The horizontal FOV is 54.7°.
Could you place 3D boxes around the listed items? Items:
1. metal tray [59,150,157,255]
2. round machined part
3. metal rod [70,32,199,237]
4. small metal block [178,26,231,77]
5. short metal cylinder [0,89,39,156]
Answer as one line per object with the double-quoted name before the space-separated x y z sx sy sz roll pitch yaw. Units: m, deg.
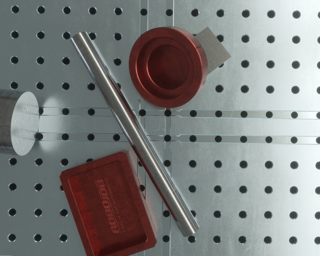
"metal tray" -0.066 0.104 0.410 0.090 0.030 0.129 -19 90 -1
"round machined part" 0.014 -0.078 0.390 0.098 0.042 0.097 10 115 23
"metal rod" -0.033 0.008 0.412 0.025 0.025 0.299 -30 90 0
"small metal block" 0.058 -0.097 0.414 0.050 0.025 0.050 -38 90 -1
"short metal cylinder" -0.191 -0.008 0.383 0.050 0.080 0.079 6 90 0
